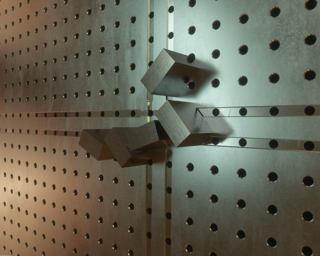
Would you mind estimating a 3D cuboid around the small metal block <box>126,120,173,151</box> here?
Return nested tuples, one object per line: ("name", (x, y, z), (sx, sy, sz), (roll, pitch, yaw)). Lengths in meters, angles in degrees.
("small metal block", (-0.006, 0.010, 0.399), (0.050, 0.050, 0.025), (-23, 76, 38))

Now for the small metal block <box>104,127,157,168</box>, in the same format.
("small metal block", (-0.040, 0.025, 0.428), (0.025, 0.050, 0.050), (-52, 60, 28))

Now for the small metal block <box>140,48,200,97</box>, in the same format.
("small metal block", (0.013, -0.066, 0.384), (0.050, 0.050, 0.025), (-51, 60, 28))

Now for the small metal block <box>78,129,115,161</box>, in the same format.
("small metal block", (-0.084, 0.024, 0.464), (0.050, 0.050, 0.025), (32, 110, 35))

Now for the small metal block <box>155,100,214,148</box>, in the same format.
("small metal block", (0.029, -0.005, 0.370), (0.025, 0.050, 0.050), (-47, 62, 30))
